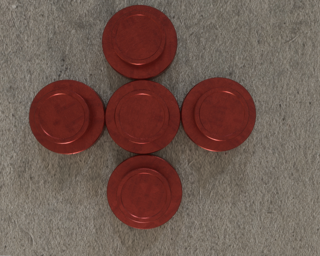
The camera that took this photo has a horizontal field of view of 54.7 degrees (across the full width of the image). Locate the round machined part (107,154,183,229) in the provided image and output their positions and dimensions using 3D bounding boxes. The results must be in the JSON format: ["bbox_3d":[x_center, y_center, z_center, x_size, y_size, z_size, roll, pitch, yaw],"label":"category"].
[{"bbox_3d":[-0.020,0.083,0.402,0.099,0.042,0.097,0,90,-1],"label":"round machined part"}]

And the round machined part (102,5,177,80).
[{"bbox_3d":[-0.027,-0.112,0.402,0.099,0.042,0.097,0,90,-1],"label":"round machined part"}]

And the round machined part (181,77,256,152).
[{"bbox_3d":[0.077,-0.018,0.404,0.099,0.042,0.097,0,90,-1],"label":"round machined part"}]

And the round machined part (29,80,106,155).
[{"bbox_3d":[-0.121,-0.014,0.401,0.099,0.042,0.097,0,90,-1],"label":"round machined part"}]

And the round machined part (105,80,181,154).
[{"bbox_3d":[-0.022,-0.014,0.402,0.099,0.042,0.097,0,90,-1],"label":"round machined part"}]
